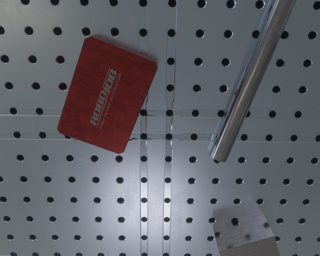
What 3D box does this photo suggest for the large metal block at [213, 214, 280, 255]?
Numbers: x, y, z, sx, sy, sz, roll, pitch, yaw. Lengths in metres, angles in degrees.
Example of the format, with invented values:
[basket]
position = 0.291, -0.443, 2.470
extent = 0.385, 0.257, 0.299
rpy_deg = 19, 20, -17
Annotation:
[large metal block]
position = 0.135, 0.189, 0.471
extent = 0.080, 0.050, 0.080
rpy_deg = -19, 109, 6

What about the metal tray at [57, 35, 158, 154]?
[metal tray]
position = -0.067, -0.040, 0.395
extent = 0.090, 0.030, 0.129
rpy_deg = 21, 109, -8

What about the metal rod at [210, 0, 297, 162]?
[metal rod]
position = 0.126, -0.092, 0.380
extent = 0.025, 0.025, 0.298
rpy_deg = 17, 109, -6
